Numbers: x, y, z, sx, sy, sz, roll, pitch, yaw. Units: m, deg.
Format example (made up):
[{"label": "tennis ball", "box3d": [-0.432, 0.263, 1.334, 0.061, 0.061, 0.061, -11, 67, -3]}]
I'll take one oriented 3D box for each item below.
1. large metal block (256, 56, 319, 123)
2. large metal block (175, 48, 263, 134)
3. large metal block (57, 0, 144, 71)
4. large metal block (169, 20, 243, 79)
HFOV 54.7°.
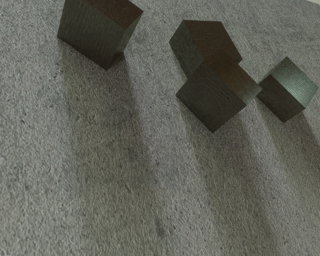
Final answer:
[{"label": "large metal block", "box3d": [0.222, -0.069, 0.549, 0.080, 0.050, 0.080, 46, 51, 4]}, {"label": "large metal block", "box3d": [0.082, -0.052, 0.444, 0.080, 0.080, 0.050, 47, 51, 4]}, {"label": "large metal block", "box3d": [-0.080, -0.137, 0.409, 0.080, 0.080, 0.050, 34, 51, -6]}, {"label": "large metal block", "box3d": [0.073, -0.126, 0.504, 0.081, 0.050, 0.080, -11, 67, -33]}]
